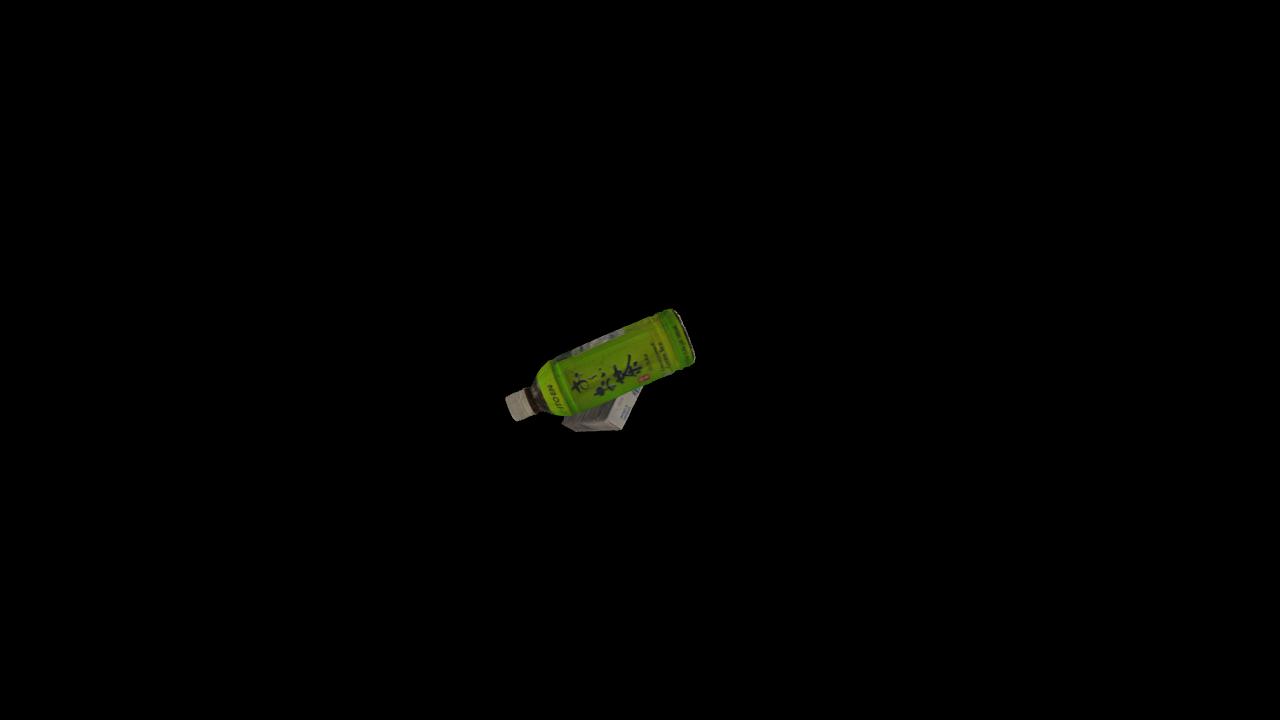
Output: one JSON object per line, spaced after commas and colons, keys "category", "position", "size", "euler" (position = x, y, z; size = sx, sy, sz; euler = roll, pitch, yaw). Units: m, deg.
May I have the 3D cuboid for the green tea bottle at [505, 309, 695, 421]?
{"category": "green tea bottle", "position": [-0.047, 0.012, 0.686], "size": [0.212, 0.073, 0.073], "euler": [-22, 0, -1]}

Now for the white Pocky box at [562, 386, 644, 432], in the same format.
{"category": "white Pocky box", "position": [-0.046, 0.048, 0.765], "size": [0.028, 0.084, 0.154], "euler": [32, -19, -19]}
